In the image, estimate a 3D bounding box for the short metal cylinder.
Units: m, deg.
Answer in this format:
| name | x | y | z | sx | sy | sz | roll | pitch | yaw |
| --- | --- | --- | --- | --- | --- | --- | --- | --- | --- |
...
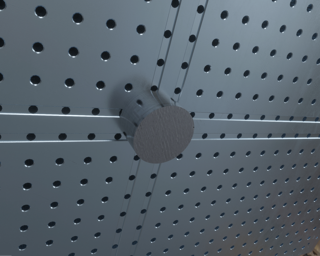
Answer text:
| name | x | y | z | sx | sy | sz | roll | pitch | yaw |
| --- | --- | --- | --- | --- | --- | --- | --- | --- | --- |
| short metal cylinder | -0.004 | -0.002 | 0.390 | 0.081 | 0.050 | 0.080 | -14 | 124 | -21 |
